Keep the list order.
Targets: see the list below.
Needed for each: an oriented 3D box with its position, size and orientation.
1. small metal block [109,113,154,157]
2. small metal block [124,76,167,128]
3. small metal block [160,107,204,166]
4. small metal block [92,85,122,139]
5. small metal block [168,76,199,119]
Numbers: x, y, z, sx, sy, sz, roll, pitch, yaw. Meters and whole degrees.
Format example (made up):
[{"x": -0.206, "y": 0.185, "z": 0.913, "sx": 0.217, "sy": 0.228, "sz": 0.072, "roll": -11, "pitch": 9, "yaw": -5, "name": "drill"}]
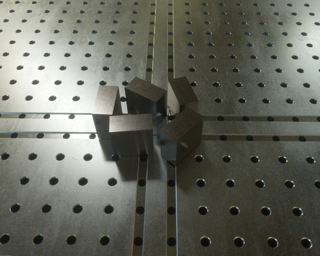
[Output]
[{"x": -0.034, "y": 0.010, "z": 0.383, "sx": 0.050, "sy": 0.050, "sz": 0.025, "roll": -4, "pitch": 50, "yaw": -3, "name": "small metal block"}, {"x": -0.018, "y": -0.035, "z": 0.421, "sx": 0.050, "sy": 0.050, "sz": 0.025, "roll": 27, "pitch": 56, "yaw": 20, "name": "small metal block"}, {"x": 0.027, "y": 0.011, "z": 0.382, "sx": 0.025, "sy": 0.050, "sz": 0.050, "roll": 34, "pitch": 58, "yaw": 26, "name": "small metal block"}, {"x": -0.068, "y": -0.020, "z": 0.408, "sx": 0.025, "sy": 0.050, "sz": 0.050, "roll": 3, "pitch": 51, "yaw": 3, "name": "small metal block"}, {"x": 0.030, "y": -0.033, "z": 0.419, "sx": 0.025, "sy": 0.050, "sz": 0.050, "roll": -12, "pitch": 50, "yaw": -10, "name": "small metal block"}]
